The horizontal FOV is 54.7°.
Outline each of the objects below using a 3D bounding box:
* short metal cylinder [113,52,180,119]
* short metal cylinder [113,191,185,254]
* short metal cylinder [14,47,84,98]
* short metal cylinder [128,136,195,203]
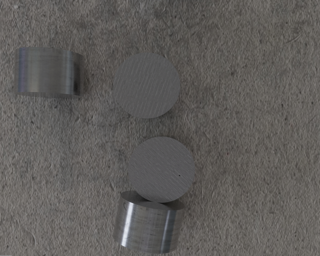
[{"bbox_3d":[-0.016,-0.051,0.397,0.081,0.050,0.080,0,90,0],"label":"short metal cylinder"},{"bbox_3d":[-0.014,0.113,0.382,0.080,0.080,0.050,11,90,0],"label":"short metal cylinder"},{"bbox_3d":[-0.135,-0.065,0.381,0.081,0.080,0.050,2,90,0],"label":"short metal cylinder"},{"bbox_3d":[0.002,0.050,0.397,0.081,0.050,0.080,0,90,0],"label":"short metal cylinder"}]
